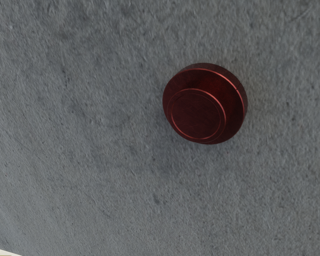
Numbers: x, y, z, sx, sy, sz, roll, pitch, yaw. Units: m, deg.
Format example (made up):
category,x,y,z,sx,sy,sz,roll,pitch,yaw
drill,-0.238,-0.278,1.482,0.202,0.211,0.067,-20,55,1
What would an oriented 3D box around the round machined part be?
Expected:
category,x,y,z,sx,sy,sz,roll,pitch,yaw
round machined part,0.047,-0.022,0.357,0.098,0.042,0.097,13,124,20
